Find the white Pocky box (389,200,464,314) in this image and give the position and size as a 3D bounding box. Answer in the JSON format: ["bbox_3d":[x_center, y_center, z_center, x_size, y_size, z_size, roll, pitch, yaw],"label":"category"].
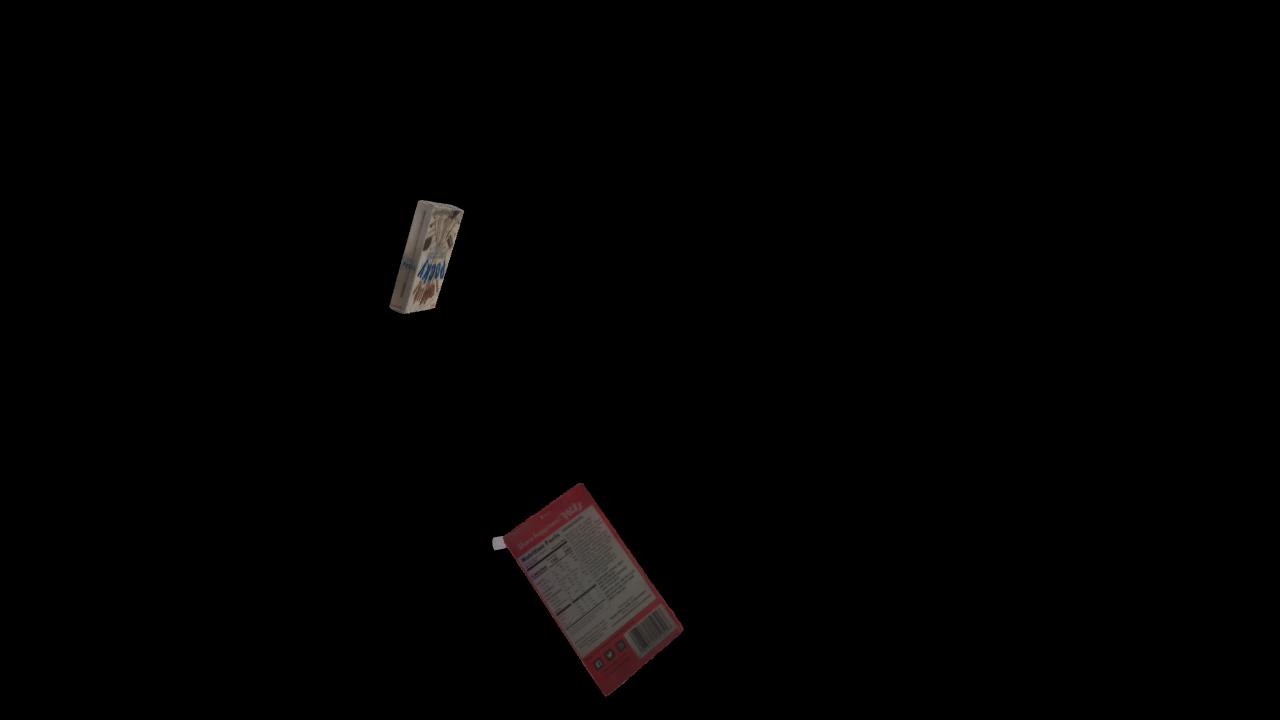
[{"bbox_3d":[-0.296,-0.142,0.854,0.028,0.154,0.084,23,14,7],"label":"white Pocky box"}]

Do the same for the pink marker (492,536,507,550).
[{"bbox_3d":[-0.162,0.269,0.935,0.121,0.020,0.020,-1,1,-29],"label":"pink marker"}]

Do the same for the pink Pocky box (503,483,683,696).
[{"bbox_3d":[-0.042,0.193,0.531,0.084,0.155,0.029,-34,-11,-19],"label":"pink Pocky box"}]
